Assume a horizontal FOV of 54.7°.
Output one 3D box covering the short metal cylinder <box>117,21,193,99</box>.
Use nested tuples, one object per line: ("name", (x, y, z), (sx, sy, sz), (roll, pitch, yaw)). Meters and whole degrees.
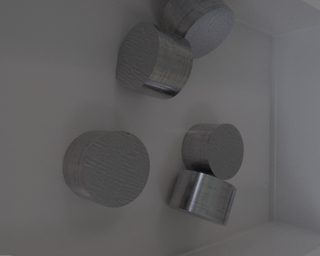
("short metal cylinder", (-0.008, -0.077, 0.364), (0.050, 0.080, 0.080), (10, 84, -40))

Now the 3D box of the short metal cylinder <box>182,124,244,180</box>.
("short metal cylinder", (0.078, 0.033, 0.456), (0.081, 0.050, 0.080), (0, 90, -40))

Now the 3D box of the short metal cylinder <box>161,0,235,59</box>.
("short metal cylinder", (0.049, -0.137, 0.402), (0.081, 0.080, 0.050), (-13, 60, -39))

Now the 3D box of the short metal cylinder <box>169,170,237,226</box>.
("short metal cylinder", (0.057, 0.094, 0.419), (0.080, 0.080, 0.050), (32, 70, -36))

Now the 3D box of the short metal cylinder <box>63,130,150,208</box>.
("short metal cylinder", (-0.058, 0.043, 0.341), (0.081, 0.050, 0.080), (0, 90, -40))
